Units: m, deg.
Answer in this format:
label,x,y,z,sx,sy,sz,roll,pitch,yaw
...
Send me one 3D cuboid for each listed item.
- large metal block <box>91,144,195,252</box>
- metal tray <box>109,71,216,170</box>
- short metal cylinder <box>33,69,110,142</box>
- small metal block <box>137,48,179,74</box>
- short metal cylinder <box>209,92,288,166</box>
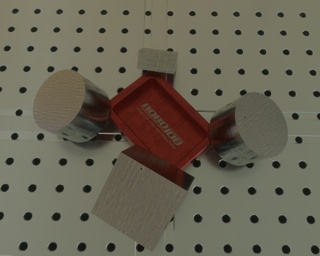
label,x,y,z,sx,sy,sz,roll,pitch,yaw
large metal block,-0.018,0.076,0.352,0.080,0.050,0.080,29,103,10
metal tray,0.000,-0.005,0.410,0.090,0.030,0.130,-40,75,-13
short metal cylinder,-0.111,-0.027,0.391,0.080,0.050,0.080,-9,69,24
small metal block,-0.002,-0.094,0.430,0.050,0.050,0.025,8,108,3
short metal cylinder,0.108,0.002,0.382,0.081,0.050,0.080,10,68,-25
